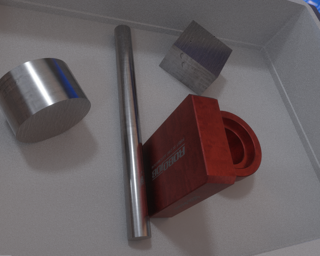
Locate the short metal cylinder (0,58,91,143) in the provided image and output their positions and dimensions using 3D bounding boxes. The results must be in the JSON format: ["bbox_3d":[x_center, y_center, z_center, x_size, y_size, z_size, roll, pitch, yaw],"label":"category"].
[{"bbox_3d":[-0.121,-0.027,0.323,0.081,0.080,0.050,-24,75,-37],"label":"short metal cylinder"}]

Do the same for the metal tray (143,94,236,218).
[{"bbox_3d":[0.021,0.036,0.329,0.030,0.129,0.090,7,59,-25],"label":"metal tray"}]

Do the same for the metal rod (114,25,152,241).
[{"bbox_3d":[-0.039,-0.015,0.395,0.025,0.025,0.299,7,59,-25],"label":"metal rod"}]

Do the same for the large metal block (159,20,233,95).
[{"bbox_3d":[0.058,-0.111,0.491,0.080,0.050,0.080,36,51,-5],"label":"large metal block"}]

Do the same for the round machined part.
[{"bbox_3d":[0.087,0.028,0.427,0.099,0.042,0.098,14,56,-21],"label":"round machined part"}]
